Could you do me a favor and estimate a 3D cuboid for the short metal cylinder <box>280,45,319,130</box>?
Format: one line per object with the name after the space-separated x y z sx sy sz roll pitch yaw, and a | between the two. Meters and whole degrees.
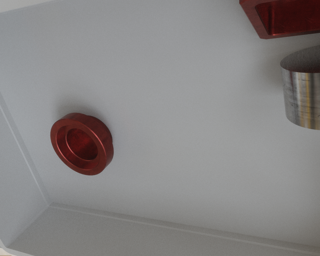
0.150 -0.039 0.270 0.080 0.080 0.050 -2 117 29 | short metal cylinder

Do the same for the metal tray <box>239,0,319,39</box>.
0.134 -0.102 0.231 0.130 0.090 0.030 0 87 28 | metal tray

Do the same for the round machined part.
-0.112 0.020 0.467 0.098 0.042 0.097 13 124 20 | round machined part

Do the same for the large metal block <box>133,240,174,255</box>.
-0.009 0.261 0.560 0.080 0.050 0.080 44 129 -3 | large metal block
